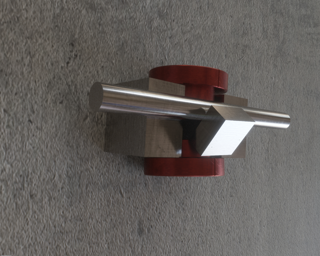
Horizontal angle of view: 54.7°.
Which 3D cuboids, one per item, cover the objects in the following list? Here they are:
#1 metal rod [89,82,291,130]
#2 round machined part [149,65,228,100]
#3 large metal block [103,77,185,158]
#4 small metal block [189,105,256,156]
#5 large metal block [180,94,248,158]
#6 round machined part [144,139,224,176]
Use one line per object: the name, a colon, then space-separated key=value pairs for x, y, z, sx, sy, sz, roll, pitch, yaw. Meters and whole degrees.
metal rod: x=0.062 y=-0.018 z=0.354 sx=0.302 sy=0.025 sz=0.025 roll=4 pitch=88 yaw=-40
round machined part: x=0.034 y=-0.047 z=0.387 sx=0.099 sy=0.098 sz=0.042 roll=5 pitch=88 yaw=-40
large metal block: x=-0.020 y=-0.009 z=0.354 sx=0.050 sy=0.080 sz=0.080 roll=6 pitch=87 yaw=-40
small metal block: x=0.069 y=0.004 z=0.342 sx=0.050 sy=0.025 sz=0.050 roll=2 pitch=129 yaw=-38
large metal block: x=0.072 y=-0.001 z=0.431 sx=0.050 sy=0.080 sz=0.080 roll=5 pitch=87 yaw=-40
round machined part: x=0.030 y=0.037 z=0.383 sx=0.099 sy=0.098 sz=0.042 roll=6 pitch=81 yaw=-40
